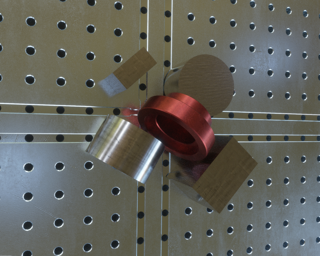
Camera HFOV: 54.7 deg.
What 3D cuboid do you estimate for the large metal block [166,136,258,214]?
[{"bbox_3d":[0.066,0.056,0.410,0.050,0.080,0.080,45,76,-15],"label":"large metal block"}]

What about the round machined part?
[{"bbox_3d":[0.024,-0.006,0.384,0.098,0.098,0.042,43,64,-16],"label":"round machined part"}]

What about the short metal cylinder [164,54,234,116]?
[{"bbox_3d":[0.052,-0.055,0.419,0.081,0.050,0.079,0,90,-21],"label":"short metal cylinder"}]

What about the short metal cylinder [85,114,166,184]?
[{"bbox_3d":[-0.040,0.026,0.369,0.080,0.080,0.050,33,79,-18],"label":"short metal cylinder"}]

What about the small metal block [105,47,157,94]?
[{"bbox_3d":[-0.037,-0.071,0.386,0.050,0.050,0.025,-44,104,-15],"label":"small metal block"}]
